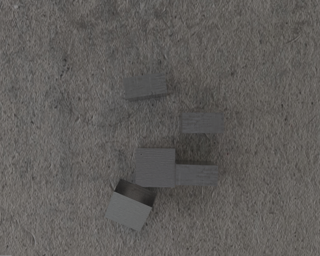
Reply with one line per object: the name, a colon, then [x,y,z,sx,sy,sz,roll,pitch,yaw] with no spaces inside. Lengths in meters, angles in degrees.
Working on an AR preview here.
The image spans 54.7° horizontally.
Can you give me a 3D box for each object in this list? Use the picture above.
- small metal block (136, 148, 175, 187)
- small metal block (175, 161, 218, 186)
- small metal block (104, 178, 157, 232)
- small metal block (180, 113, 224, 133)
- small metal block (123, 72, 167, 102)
small metal block: [-0.006,0.051,0.410,0.050,0.025,0.050,1,90,0]
small metal block: [0.044,0.057,0.398,0.050,0.050,0.025,2,90,0]
small metal block: [-0.038,0.099,0.398,0.050,0.025,0.050,23,123,0]
small metal block: [0.052,-0.006,0.398,0.050,0.050,0.025,0,90,0]
small metal block: [-0.018,-0.051,0.397,0.050,0.050,0.025,-9,90,0]
